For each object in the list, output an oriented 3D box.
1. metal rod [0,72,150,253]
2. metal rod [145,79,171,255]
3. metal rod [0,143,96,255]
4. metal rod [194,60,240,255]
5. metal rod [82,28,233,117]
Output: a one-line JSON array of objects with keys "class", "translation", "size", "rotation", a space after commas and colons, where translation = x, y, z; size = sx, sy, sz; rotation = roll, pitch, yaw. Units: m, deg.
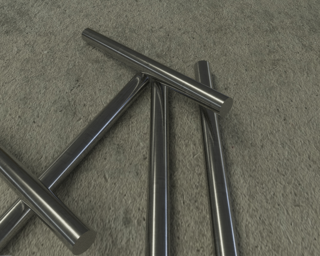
[{"class": "metal rod", "translation": [-0.101, 0.027, 0.379], "size": [0.025, 0.025, 0.301], "rotation": [24, 54, 19]}, {"class": "metal rod", "translation": [-0.002, 0.045, 0.365], "size": [0.025, 0.025, 0.300], "rotation": [0, 50, 0]}, {"class": "metal rod", "translation": [-0.177, 0.036, 0.346], "size": [0.300, 0.025, 0.025], "rotation": [29, 56, 31]}, {"class": "metal rod", "translation": [0.065, 0.019, 0.387], "size": [0.025, 0.025, 0.300], "rotation": [0, 50, 0]}, {"class": "metal rod", "translation": [-0.023, -0.093, 0.452], "size": [0.025, 0.025, 0.300], "rotation": [-36, 50, -26]}]
